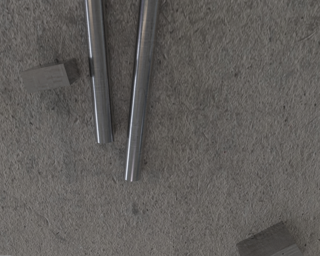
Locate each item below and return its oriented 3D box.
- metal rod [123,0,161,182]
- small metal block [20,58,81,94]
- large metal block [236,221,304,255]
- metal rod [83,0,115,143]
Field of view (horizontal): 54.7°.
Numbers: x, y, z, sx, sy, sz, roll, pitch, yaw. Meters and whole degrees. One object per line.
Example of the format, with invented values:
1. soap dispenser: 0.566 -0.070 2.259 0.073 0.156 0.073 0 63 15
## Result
1. metal rod: -0.021 -0.070 0.383 0.025 0.025 0.298 6 110 -3
2. small metal block: -0.129 -0.064 0.372 0.050 0.050 0.025 -11 110 4
3. large metal block: 0.177 0.204 0.473 0.080 0.050 0.080 -31 107 11
4. metal rod: -0.075 -0.124 0.363 0.025 0.025 0.298 -1 110 0
